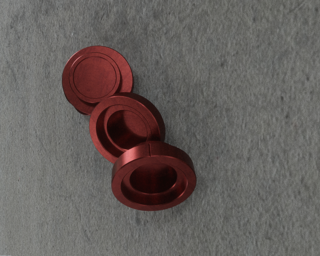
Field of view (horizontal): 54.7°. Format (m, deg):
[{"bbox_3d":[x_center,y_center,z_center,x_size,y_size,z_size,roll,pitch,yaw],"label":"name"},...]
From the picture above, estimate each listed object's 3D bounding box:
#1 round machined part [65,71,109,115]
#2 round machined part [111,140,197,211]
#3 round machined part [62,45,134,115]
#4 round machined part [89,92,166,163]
[{"bbox_3d":[-0.115,-0.068,0.486,0.098,0.042,0.097,0,90,39],"label":"round machined part"},{"bbox_3d":[-0.008,0.053,0.373,0.098,0.099,0.042,-49,29,28],"label":"round machined part"},{"bbox_3d":[-0.087,-0.066,0.428,0.099,0.042,0.097,0,89,-2],"label":"round machined part"},{"bbox_3d":[-0.039,0.000,0.407,0.098,0.042,0.097,7,112,17],"label":"round machined part"}]
